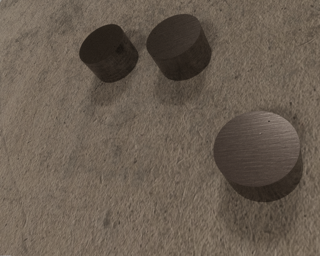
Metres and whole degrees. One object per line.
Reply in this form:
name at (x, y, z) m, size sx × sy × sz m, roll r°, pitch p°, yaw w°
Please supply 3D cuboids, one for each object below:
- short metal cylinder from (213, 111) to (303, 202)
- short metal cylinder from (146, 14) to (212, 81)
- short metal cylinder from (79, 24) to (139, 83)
short metal cylinder at (0.101, 0.030, 0.316) m, size 0.080 × 0.050 × 0.080 m, roll -13°, pitch 56°, yaw 20°
short metal cylinder at (0.028, -0.115, 0.442) m, size 0.080 × 0.050 × 0.080 m, roll -13°, pitch 56°, yaw 20°
short metal cylinder at (-0.082, -0.121, 0.503) m, size 0.080 × 0.050 × 0.080 m, roll -13°, pitch 56°, yaw 20°
